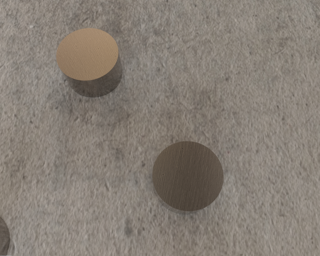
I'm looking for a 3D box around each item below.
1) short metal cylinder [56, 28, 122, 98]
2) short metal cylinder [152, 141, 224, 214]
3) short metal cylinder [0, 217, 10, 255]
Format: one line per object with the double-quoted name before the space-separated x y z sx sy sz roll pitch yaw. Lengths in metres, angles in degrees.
"short metal cylinder" -0.095 -0.089 0.426 0.081 0.050 0.080 0 70 0
"short metal cylinder" 0.032 0.061 0.373 0.081 0.050 0.080 0 70 0
"short metal cylinder" -0.219 0.131 0.344 0.081 0.050 0.080 0 70 0
